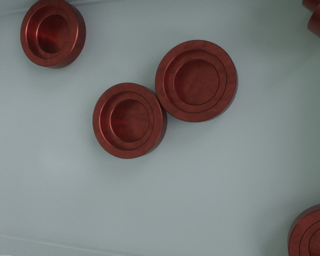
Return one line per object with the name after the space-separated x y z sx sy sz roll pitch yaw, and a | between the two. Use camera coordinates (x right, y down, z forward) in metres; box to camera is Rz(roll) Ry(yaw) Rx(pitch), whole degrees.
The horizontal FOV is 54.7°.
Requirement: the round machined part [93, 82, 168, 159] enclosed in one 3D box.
-0.036 -0.010 0.413 0.098 0.042 0.097 0 90 19 | round machined part

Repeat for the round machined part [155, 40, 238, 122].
0.047 -0.055 0.384 0.098 0.042 0.097 0 90 19 | round machined part

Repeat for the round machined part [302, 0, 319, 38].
0.183 -0.140 0.308 0.042 0.098 0.098 47 104 18 | round machined part

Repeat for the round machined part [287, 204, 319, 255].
0.190 0.129 0.335 0.098 0.042 0.097 0 90 19 | round machined part

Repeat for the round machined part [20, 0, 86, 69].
-0.150 -0.135 0.453 0.098 0.042 0.097 0 90 19 | round machined part
